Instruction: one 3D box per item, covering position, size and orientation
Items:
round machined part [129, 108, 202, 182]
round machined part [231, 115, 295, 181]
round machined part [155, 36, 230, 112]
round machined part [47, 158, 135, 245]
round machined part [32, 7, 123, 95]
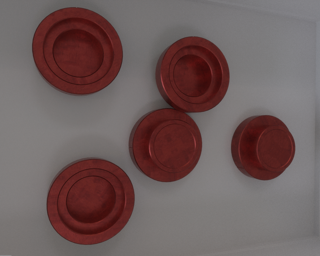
[{"bbox_3d":[0.012,0.023,0.406,0.099,0.042,0.097,0,90,-20],"label":"round machined part"},{"bbox_3d":[0.159,0.029,0.460,0.099,0.042,0.097,0,90,-20],"label":"round machined part"},{"bbox_3d":[0.040,-0.069,0.416,0.099,0.042,0.097,0,90,-20],"label":"round machined part"},{"bbox_3d":[-0.083,0.084,0.371,0.099,0.042,0.097,0,90,-20],"label":"round machined part"},{"bbox_3d":[-0.097,-0.086,0.366,0.099,0.042,0.097,0,90,-20],"label":"round machined part"}]
